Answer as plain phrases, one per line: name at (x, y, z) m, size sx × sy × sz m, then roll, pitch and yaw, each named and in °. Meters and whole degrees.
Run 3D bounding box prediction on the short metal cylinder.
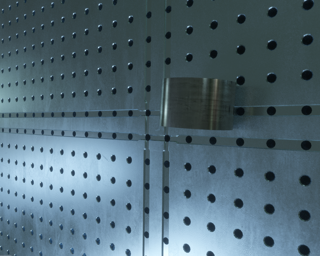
short metal cylinder at (0.040, -0.026, 0.339) m, size 0.080 × 0.081 × 0.050 m, roll 6°, pitch 94°, yaw 39°
